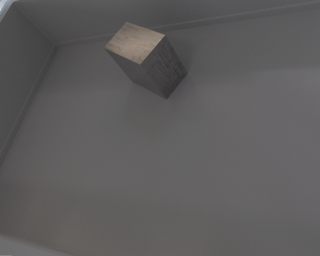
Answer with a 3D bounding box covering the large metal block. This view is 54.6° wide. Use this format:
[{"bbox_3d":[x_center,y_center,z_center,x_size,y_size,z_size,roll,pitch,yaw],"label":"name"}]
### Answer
[{"bbox_3d":[-0.019,-0.095,0.440,0.080,0.080,0.050,32,80,38],"label":"large metal block"}]
